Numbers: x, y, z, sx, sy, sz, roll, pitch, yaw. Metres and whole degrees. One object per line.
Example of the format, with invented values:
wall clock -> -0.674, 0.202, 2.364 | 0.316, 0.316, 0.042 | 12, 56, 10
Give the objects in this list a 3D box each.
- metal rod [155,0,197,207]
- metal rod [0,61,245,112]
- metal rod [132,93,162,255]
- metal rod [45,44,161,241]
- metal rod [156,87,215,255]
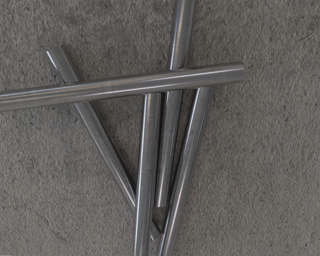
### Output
metal rod -> 0.016, -0.032, 0.398 | 0.025, 0.025, 0.298 | 6, 110, -3
metal rod -> -0.055, -0.047, 0.363 | 0.302, 0.025, 0.025 | -7, 110, 2
metal rod -> -0.020, 0.084, 0.419 | 0.025, 0.025, 0.298 | 4, 102, -2
metal rod -> -0.068, 0.033, 0.421 | 0.025, 0.025, 0.299 | -22, 109, 8
metal rod -> 0.031, 0.079, 0.438 | 0.025, 0.025, 0.298 | 10, 110, -4
